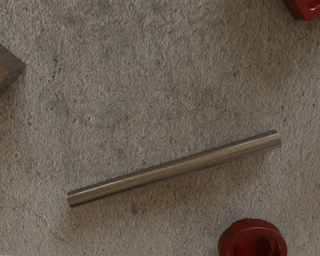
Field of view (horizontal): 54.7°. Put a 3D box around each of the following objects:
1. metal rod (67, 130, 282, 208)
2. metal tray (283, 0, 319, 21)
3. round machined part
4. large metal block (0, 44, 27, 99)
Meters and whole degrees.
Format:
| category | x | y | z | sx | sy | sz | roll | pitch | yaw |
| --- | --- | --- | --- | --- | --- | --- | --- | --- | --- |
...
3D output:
| category | x | y | z | sx | sy | sz | roll | pitch | yaw |
| --- | --- | --- | --- | --- | --- | --- | --- | --- | --- |
| metal rod | 0.015 | 0.059 | 0.431 | 0.301 | 0.025 | 0.025 | -17 | 109 | 6 |
| metal tray | 0.161 | -0.196 | 0.337 | 0.090 | 0.030 | 0.130 | -38 | 106 | 12 |
| round machined part | 0.136 | 0.177 | 0.468 | 0.099 | 0.042 | 0.097 | 0 | 110 | -1 |
| large metal block | -0.225 | -0.069 | 0.368 | 0.080 | 0.050 | 0.080 | 40 | 105 | -14 |
